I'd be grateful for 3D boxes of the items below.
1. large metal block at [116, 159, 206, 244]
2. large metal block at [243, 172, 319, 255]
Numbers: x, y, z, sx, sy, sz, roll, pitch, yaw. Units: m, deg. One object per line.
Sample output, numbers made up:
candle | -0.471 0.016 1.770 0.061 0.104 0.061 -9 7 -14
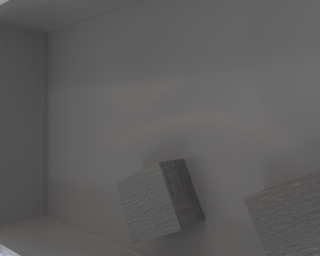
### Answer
large metal block | -0.001 0.092 0.392 0.080 0.050 0.080 -30 71 36
large metal block | 0.136 0.086 0.278 0.080 0.050 0.080 -31 71 35
